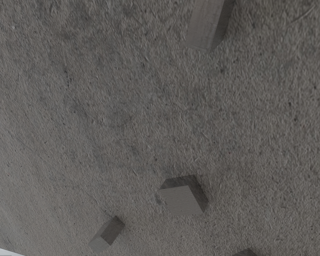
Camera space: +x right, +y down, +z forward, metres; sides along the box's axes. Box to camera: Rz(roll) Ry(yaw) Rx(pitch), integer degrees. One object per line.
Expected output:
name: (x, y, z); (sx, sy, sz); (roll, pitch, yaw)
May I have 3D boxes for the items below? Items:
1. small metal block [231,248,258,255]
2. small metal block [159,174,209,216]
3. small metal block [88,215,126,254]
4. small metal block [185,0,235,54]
small metal block: (0.133, 0.216, 0.470); (0.050, 0.025, 0.050); (41, 129, -1)
small metal block: (0.035, 0.098, 0.450); (0.050, 0.025, 0.050); (-17, 110, 34)
small metal block: (-0.097, 0.193, 0.561); (0.025, 0.050, 0.050); (45, 129, -3)
small metal block: (0.050, -0.106, 0.299); (0.025, 0.050, 0.050); (23, 127, 14)
